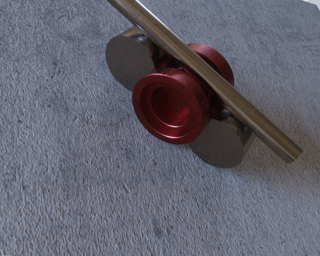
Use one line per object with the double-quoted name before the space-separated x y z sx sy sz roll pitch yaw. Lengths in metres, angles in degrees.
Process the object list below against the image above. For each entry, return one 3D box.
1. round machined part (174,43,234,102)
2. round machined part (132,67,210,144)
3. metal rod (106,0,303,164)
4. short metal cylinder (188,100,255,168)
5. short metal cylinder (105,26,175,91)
"round machined part" 0.047 -0.062 0.424 0.098 0.098 0.042 43 55 1
"round machined part" 0.017 -0.031 0.387 0.098 0.097 0.042 43 47 1
"metal rod" 0.050 -0.067 0.373 0.300 0.025 0.025 42 51 0
"short metal cylinder" 0.082 0.007 0.412 0.080 0.080 0.050 43 51 1
"short metal cylinder" -0.025 -0.094 0.415 0.080 0.080 0.050 43 51 1
